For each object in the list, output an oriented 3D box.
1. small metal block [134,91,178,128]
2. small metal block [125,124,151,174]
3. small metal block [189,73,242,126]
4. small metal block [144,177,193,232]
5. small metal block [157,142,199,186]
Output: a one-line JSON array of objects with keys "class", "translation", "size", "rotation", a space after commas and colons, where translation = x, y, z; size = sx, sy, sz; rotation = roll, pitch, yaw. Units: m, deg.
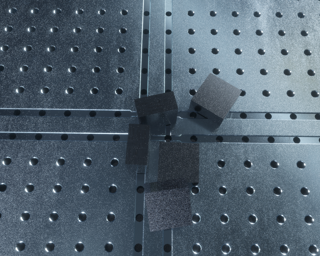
[{"class": "small metal block", "translation": [-0.005, -0.021, 0.406], "size": [0.050, 0.050, 0.025], "rotation": [-13, 71, -5]}, {"class": "small metal block", "translation": [-0.026, 0.027, 0.388], "size": [0.025, 0.050, 0.050], "rotation": [3, 70, 1]}, {"class": "small metal block", "translation": [0.076, -0.040, 0.427], "size": [0.050, 0.025, 0.050], "rotation": [32, 73, 11]}, {"class": "small metal block", "translation": [0.010, 0.090, 0.366], "size": [0.050, 0.025, 0.050], "rotation": [-8, 105, -3]}, {"class": "small metal block", "translation": [0.023, 0.046, 0.395], "size": [0.050, 0.025, 0.050], "rotation": [3, 70, 0]}]
